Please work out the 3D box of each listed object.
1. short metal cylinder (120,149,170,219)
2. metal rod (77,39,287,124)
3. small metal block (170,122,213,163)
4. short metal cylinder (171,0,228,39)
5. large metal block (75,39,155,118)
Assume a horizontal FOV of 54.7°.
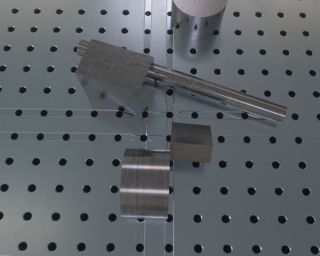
[{"bbox_3d":[-0.015,0.064,0.359,0.050,0.080,0.080,2,70,1],"label":"short metal cylinder"},{"bbox_3d":[0.026,-0.067,0.436,0.301,0.025,0.025,20,71,7],"label":"metal rod"},{"bbox_3d":[0.038,0.018,0.391,0.050,0.025,0.050,5,29,1],"label":"small metal block"},{"bbox_3d":[0.057,-0.183,0.466,0.081,0.050,0.080,0,70,0],"label":"short metal cylinder"},{"bbox_3d":[-0.054,-0.062,0.405,0.080,0.080,0.050,18,71,6],"label":"large metal block"}]
